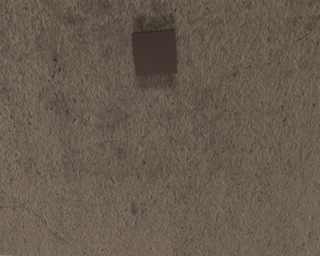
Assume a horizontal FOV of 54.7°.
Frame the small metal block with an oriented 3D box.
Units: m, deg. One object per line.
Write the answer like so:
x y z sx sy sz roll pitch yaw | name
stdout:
-0.006 -0.092 0.376 0.050 0.025 0.050 -5 110 1 | small metal block
